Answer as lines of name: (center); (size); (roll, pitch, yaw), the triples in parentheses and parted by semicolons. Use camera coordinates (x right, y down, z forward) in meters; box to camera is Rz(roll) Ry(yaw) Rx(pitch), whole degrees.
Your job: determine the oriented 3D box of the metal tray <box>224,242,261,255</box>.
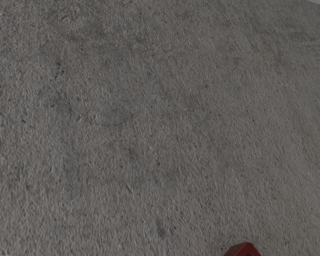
metal tray: (0.078, 0.196, 0.322); (0.131, 0.030, 0.090); (-30, 78, -37)
